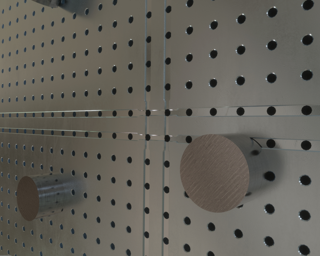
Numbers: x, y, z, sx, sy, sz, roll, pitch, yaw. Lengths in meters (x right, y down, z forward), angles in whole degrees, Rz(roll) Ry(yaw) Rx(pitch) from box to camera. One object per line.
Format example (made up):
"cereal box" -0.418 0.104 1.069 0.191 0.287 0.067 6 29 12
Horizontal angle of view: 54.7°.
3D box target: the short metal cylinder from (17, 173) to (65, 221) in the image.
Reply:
"short metal cylinder" -0.220 0.126 0.571 0.080 0.050 0.079 0 90 39

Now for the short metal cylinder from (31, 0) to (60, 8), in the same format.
"short metal cylinder" -0.212 -0.254 0.545 0.080 0.081 0.050 42 115 32

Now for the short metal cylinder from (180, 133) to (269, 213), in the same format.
"short metal cylinder" 0.069 0.046 0.335 0.080 0.050 0.079 0 90 39
